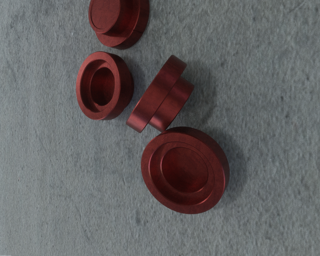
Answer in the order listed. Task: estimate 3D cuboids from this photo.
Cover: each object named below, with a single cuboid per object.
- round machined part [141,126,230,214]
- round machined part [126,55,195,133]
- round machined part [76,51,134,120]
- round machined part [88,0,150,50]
[{"bbox_3d":[0.031,0.044,0.353,0.098,0.042,0.097,9,111,24],"label":"round machined part"},{"bbox_3d":[0.005,-0.034,0.365,0.042,0.098,0.097,34,116,-4],"label":"round machined part"},{"bbox_3d":[-0.076,-0.060,0.455,0.098,0.042,0.097,0,90,39],"label":"round machined part"},{"bbox_3d":[-0.065,-0.166,0.445,0.098,0.042,0.097,0,90,39],"label":"round machined part"}]
